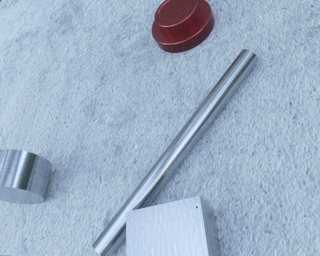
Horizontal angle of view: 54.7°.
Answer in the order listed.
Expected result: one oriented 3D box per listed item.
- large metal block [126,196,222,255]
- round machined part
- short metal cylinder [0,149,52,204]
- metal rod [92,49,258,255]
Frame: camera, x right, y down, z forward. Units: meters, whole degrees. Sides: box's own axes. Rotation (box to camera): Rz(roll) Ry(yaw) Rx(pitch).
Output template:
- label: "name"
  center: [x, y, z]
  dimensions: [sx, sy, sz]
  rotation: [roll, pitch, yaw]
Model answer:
- label: "large metal block"
  center: [0.015, 0.121, 0.305]
  dimensions: [0.080, 0.050, 0.080]
  rotation: [-17, 55, 18]
- label: "round machined part"
  center: [0.031, -0.168, 0.479]
  dimensions: [0.098, 0.042, 0.098]
  rotation: [-13, 56, 20]
- label: "short metal cylinder"
  center: [-0.196, 0.069, 0.427]
  dimensions: [0.080, 0.080, 0.050]
  rotation: [-10, 58, 23]
- label: "metal rod"
  center: [0.024, 0.024, 0.375]
  dimensions: [0.025, 0.025, 0.300]
  rotation: [31, 78, 37]
